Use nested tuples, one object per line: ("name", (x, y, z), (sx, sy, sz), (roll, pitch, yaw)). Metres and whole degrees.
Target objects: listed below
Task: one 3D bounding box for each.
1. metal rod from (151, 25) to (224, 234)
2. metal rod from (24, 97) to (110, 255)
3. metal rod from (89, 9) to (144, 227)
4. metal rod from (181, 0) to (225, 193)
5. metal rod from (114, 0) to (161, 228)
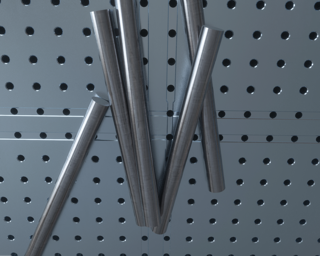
("metal rod", (0.028, 0.021, 0.404), (0.025, 0.025, 0.298), (11, 116, -4))
("metal rod", (-0.142, 0.091, 0.445), (0.025, 0.025, 0.298), (25, 108, -9))
("metal rod", (-0.047, 0.001, 0.413), (0.025, 0.025, 0.298), (-8, 110, 3))
("metal rod", (0.055, -0.052, 0.394), (0.025, 0.025, 0.298), (-10, 110, 3))
("metal rod", (-0.026, -0.010, 0.396), (0.025, 0.025, 0.298), (-5, 105, 2))
